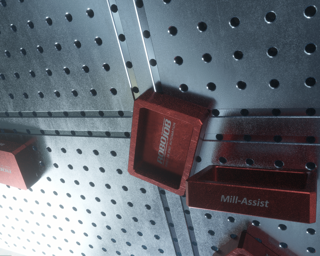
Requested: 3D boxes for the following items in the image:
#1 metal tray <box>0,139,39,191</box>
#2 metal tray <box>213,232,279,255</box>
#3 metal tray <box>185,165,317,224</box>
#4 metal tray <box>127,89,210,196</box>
[{"bbox_3d":[-0.310,0.067,0.609,0.130,0.030,0.089,8,122,23],"label":"metal tray"},{"bbox_3d":[0.151,0.224,0.466,0.130,0.030,0.089,35,129,4],"label":"metal tray"},{"bbox_3d":[0.105,0.069,0.352,0.130,0.090,0.030,1,96,27],"label":"metal tray"},{"bbox_3d":[0.007,0.022,0.416,0.090,0.030,0.129,20,126,16],"label":"metal tray"}]
